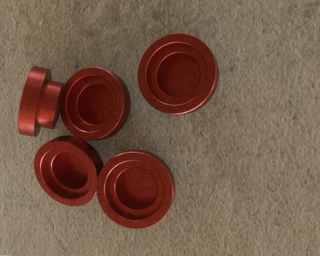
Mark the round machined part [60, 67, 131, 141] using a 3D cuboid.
[{"bbox_3d":[-0.085,-0.031,0.427,0.098,0.042,0.097,-1,87,20],"label":"round machined part"}]

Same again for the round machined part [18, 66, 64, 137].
[{"bbox_3d":[-0.163,-0.035,0.435,0.042,0.098,0.097,12,95,-14],"label":"round machined part"}]

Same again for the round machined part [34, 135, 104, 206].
[{"bbox_3d":[-0.120,0.055,0.431,0.098,0.042,0.097,6,110,16],"label":"round machined part"}]

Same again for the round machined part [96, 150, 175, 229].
[{"bbox_3d":[-0.029,0.076,0.403,0.098,0.042,0.097,1,94,10],"label":"round machined part"}]

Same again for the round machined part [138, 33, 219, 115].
[{"bbox_3d":[0.025,-0.065,0.390,0.098,0.042,0.097,0,90,19],"label":"round machined part"}]
